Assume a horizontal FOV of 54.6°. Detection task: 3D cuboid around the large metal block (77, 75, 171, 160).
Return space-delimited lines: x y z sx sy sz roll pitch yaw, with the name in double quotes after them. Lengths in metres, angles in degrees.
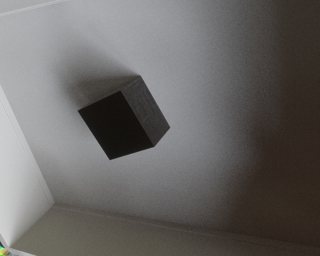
-0.047 -0.012 0.411 0.080 0.050 0.080 -19 109 35 "large metal block"
